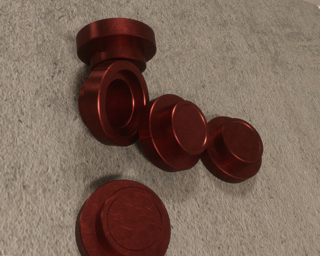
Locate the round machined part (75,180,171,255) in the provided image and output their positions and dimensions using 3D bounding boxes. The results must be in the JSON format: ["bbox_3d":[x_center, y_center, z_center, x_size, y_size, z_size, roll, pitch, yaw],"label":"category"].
[{"bbox_3d":[-0.032,0.099,0.316,0.099,0.042,0.098,14,56,-21],"label":"round machined part"}]

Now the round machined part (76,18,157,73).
[{"bbox_3d":[-0.053,-0.092,0.388,0.099,0.098,0.042,0,76,-29],"label":"round machined part"}]

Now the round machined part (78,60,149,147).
[{"bbox_3d":[-0.056,-0.028,0.360,0.099,0.042,0.097,-7,98,-61],"label":"round machined part"}]

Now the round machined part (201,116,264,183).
[{"bbox_3d":[0.105,0.025,0.437,0.099,0.042,0.098,14,56,-21],"label":"round machined part"}]

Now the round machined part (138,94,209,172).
[{"bbox_3d":[0.024,0.004,0.384,0.099,0.042,0.098,18,63,-41],"label":"round machined part"}]
